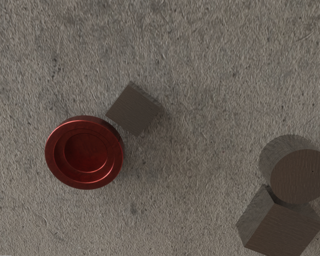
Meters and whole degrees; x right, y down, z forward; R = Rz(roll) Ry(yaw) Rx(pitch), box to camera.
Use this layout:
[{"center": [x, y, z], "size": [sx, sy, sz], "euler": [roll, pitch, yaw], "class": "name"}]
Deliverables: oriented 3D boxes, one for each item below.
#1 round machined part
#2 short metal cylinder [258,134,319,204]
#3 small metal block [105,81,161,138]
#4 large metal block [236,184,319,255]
[{"center": [-0.096, 0.029, 0.410], "size": [0.099, 0.042, 0.097], "euler": [0, 110, -1], "class": "round machined part"}, {"center": [0.181, 0.055, 0.419], "size": [0.081, 0.050, 0.079], "euler": [0, 110, -1], "class": "short metal cylinder"}, {"center": [-0.034, -0.025, 0.400], "size": [0.050, 0.025, 0.050], "euler": [36, 106, -13], "class": "small metal block"}, {"center": [0.171, 0.140, 0.451], "size": [0.080, 0.050, 0.079], "euler": [23, 108, -9], "class": "large metal block"}]
